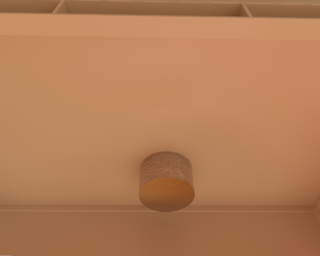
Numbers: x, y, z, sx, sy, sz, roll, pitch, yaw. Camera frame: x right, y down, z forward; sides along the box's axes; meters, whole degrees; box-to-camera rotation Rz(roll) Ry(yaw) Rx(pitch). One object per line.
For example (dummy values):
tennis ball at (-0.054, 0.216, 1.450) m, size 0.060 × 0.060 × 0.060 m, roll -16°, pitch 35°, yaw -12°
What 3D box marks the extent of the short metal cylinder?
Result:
short metal cylinder at (0.010, 0.081, 0.462) m, size 0.081 × 0.050 × 0.079 m, roll 0°, pitch 130°, yaw 0°
